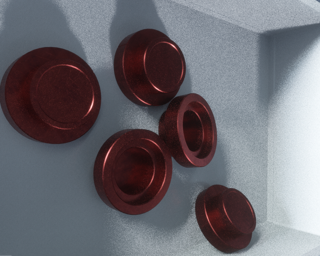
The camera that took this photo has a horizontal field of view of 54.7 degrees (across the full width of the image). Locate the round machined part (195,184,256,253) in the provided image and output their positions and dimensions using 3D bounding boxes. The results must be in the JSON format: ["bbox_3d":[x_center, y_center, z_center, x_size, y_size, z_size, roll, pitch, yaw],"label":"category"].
[{"bbox_3d":[0.102,0.128,0.455,0.098,0.042,0.098,26,42,-26],"label":"round machined part"}]

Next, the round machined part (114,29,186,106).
[{"bbox_3d":[-0.005,-0.077,0.393,0.099,0.042,0.097,0,90,-40],"label":"round machined part"}]

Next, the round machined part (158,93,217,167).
[{"bbox_3d":[0.035,0.005,0.417,0.099,0.042,0.098,14,71,-50],"label":"round machined part"}]

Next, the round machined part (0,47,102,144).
[{"bbox_3d":[-0.102,-0.033,0.311,0.099,0.042,0.097,0,90,-40],"label":"round machined part"}]

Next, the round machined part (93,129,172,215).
[{"bbox_3d":[-0.035,0.050,0.368,0.099,0.042,0.097,0,90,-40],"label":"round machined part"}]
